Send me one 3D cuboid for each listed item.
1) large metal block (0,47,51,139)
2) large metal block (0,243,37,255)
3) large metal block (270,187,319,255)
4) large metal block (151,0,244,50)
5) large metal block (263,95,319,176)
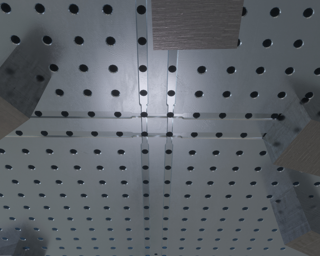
[{"bbox_3d":[-0.179,-0.032,0.347,0.080,0.080,0.050,-29,124,22],"label":"large metal block"},{"bbox_3d":[-0.304,0.287,0.636,0.080,0.050,0.080,-20,128,16],"label":"large metal block"},{"bbox_3d":[0.239,0.156,0.510,0.080,0.080,0.050,28,125,-22],"label":"large metal block"},{"bbox_3d":[0.033,-0.122,0.292,0.080,0.050,0.080,-1,130,1],"label":"large metal block"},{"bbox_3d":[0.198,0.013,0.407,0.080,0.050,0.080,15,129,-13],"label":"large metal block"}]
